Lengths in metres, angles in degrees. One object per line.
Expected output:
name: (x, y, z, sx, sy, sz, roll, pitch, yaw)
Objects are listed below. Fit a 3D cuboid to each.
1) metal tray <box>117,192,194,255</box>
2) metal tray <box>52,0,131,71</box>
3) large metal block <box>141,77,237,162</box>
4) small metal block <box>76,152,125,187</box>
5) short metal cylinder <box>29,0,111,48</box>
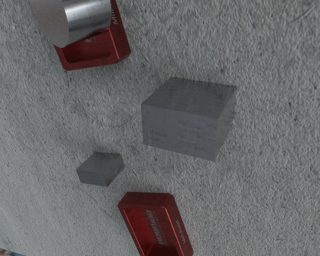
metal tray: (-0.006, 0.167, 0.509, 0.090, 0.030, 0.129, -5, 116, 30)
metal tray: (-0.096, -0.138, 0.368, 0.090, 0.030, 0.129, -2, 118, 29)
large metal block: (0.034, -0.014, 0.344, 0.080, 0.080, 0.050, 12, 124, 21)
small metal block: (-0.091, 0.062, 0.477, 0.050, 0.050, 0.025, 3, 120, 27)
short metal cylinder: (-0.096, -0.131, 0.325, 0.080, 0.050, 0.079, 35, 142, 34)
